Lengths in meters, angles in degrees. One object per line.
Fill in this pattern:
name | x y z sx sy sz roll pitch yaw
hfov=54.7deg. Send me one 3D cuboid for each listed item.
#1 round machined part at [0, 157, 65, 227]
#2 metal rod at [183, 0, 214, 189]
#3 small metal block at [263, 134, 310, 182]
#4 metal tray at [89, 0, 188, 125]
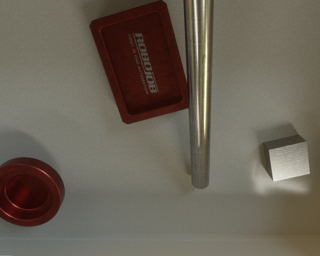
round machined part | -0.182 0.084 0.431 0.099 0.042 0.097 0 110 -1
metal rod | 0.043 -0.027 0.337 0.025 0.025 0.298 -6 135 2
small metal block | 0.175 0.042 0.429 0.050 0.025 0.050 -13 110 4
metal tray | -0.020 -0.078 0.379 0.090 0.030 0.129 -15 110 5
